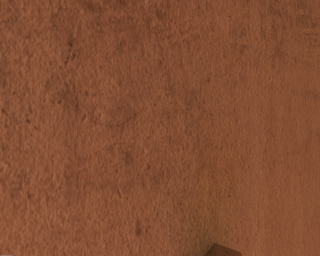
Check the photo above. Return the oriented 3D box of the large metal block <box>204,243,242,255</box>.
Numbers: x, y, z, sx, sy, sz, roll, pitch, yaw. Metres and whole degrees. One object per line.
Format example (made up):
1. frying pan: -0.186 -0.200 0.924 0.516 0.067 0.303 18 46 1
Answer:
1. large metal block: 0.092 0.239 0.469 0.081 0.050 0.080 -35 112 -35
